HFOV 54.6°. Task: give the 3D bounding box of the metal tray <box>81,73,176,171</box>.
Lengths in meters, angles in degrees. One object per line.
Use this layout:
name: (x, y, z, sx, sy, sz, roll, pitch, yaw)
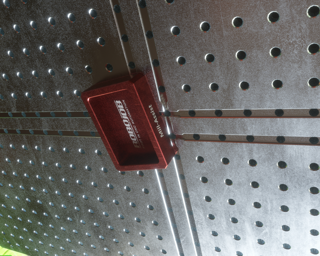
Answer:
metal tray: (-0.043, -0.003, 0.429, 0.090, 0.030, 0.129, -8, 114, 32)
